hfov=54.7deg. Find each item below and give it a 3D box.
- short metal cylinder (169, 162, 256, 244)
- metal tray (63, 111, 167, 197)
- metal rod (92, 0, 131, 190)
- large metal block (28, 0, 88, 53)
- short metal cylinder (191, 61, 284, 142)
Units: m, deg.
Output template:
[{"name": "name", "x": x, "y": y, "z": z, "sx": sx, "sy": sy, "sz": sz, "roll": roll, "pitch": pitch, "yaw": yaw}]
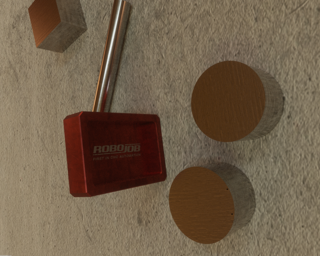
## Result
[{"name": "short metal cylinder", "x": 0.057, "y": 0.080, "z": 0.342, "sx": 0.080, "sy": 0.050, "sz": 0.080, "roll": 0, "pitch": 90, "yaw": 40}, {"name": "metal tray", "x": -0.049, "y": 0.028, "z": 0.377, "sx": 0.030, "sy": 0.131, "sz": 0.090, "roll": -12, "pitch": 83, "yaw": 39}, {"name": "metal rod", "x": -0.089, "y": -0.041, "z": 0.478, "sx": 0.025, "sy": 0.025, "sz": 0.298, "roll": 22, "pitch": 104, "yaw": 38}, {"name": "large metal block", "x": -0.178, "y": -0.189, "z": 0.536, "sx": 0.080, "sy": 0.050, "sz": 0.080, "roll": -27, "pitch": 73, "yaw": 36}, {"name": "short metal cylinder", "x": 0.080, "y": -0.026, "z": 0.323, "sx": 0.080, "sy": 0.050, "sz": 0.080, "roll": 0, "pitch": 90, "yaw": 40}]
